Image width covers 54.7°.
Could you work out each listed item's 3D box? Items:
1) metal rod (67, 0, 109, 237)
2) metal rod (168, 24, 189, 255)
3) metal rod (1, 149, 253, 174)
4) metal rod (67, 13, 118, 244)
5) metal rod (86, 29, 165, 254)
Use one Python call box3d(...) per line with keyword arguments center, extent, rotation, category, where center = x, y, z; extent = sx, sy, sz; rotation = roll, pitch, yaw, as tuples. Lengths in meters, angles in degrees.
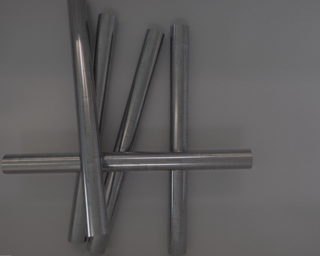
box3d(center=(-0.089, -0.026, 0.375), extent=(0.025, 0.025, 0.299), rotation=(-8, 76, 0), category="metal rod")
box3d(center=(0.024, 0.015, 0.411), extent=(0.025, 0.025, 0.298), rotation=(1, 90, 0), category="metal rod")
box3d(center=(-0.039, 0.042, 0.384), extent=(0.302, 0.025, 0.025), rotation=(-1, 90, 0), category="metal rod")
box3d(center=(-0.089, 0.001, 0.410), extent=(0.025, 0.025, 0.298), rotation=(8, 90, 0), category="metal rod")
box3d(center=(-0.046, 0.018, 0.410), extent=(0.025, 0.025, 0.298), rotation=(15, 90, 0), category="metal rod")
